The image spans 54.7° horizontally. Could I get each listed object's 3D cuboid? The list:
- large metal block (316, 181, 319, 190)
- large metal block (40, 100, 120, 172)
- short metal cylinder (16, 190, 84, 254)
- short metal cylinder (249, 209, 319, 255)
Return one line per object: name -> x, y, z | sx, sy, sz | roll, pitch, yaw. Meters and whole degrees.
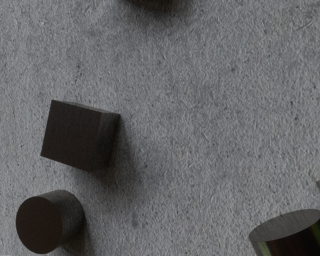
large metal block -> 0.222, 0.081, 0.317 | 0.080, 0.050, 0.080 | -27, 81, 18
large metal block -> -0.111, 0.009, 0.435 | 0.080, 0.050, 0.080 | 15, 95, 19
short metal cylinder -> -0.159, 0.134, 0.452 | 0.080, 0.050, 0.080 | 0, 90, 20
short metal cylinder -> 0.143, 0.126, 0.329 | 0.080, 0.080, 0.050 | -26, 82, 18
